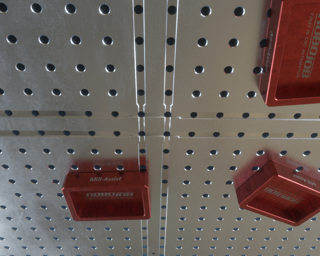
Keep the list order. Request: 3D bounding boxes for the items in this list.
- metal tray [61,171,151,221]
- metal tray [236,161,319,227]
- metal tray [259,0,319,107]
[{"bbox_3d":[-0.082,0.112,0.502,0.131,0.030,0.089,-2,130,1],"label":"metal tray"},{"bbox_3d":[0.203,0.111,0.505,0.131,0.030,0.089,22,126,-19],"label":"metal tray"},{"bbox_3d":[0.165,-0.086,0.337,0.091,0.030,0.129,-4,130,3],"label":"metal tray"}]
